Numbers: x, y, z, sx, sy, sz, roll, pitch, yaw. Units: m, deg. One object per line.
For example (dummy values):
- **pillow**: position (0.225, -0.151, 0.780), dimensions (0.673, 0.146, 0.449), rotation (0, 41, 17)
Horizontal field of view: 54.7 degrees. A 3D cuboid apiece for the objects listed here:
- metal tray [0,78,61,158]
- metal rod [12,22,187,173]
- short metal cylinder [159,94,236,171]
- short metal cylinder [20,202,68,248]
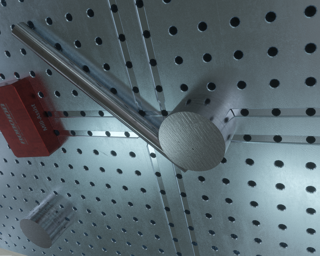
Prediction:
- **metal tray**: position (-0.233, -0.013, 0.520), dimensions (0.090, 0.030, 0.129), rotation (-5, 116, 30)
- **metal rod**: position (-0.077, -0.042, 0.423), dimensions (0.300, 0.025, 0.025), rotation (38, 129, 1)
- **short metal cylinder**: position (0.045, 0.005, 0.373), dimensions (0.080, 0.050, 0.079), rotation (13, 124, 20)
- **short metal cylinder**: position (-0.240, 0.202, 0.643), dimensions (0.080, 0.050, 0.079), rotation (13, 124, 20)
